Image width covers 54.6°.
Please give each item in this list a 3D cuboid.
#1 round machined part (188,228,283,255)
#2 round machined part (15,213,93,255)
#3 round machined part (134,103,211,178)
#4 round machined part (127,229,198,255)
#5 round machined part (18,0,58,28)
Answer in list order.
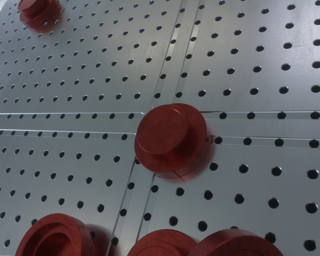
[{"bbox_3d":[0.058,0.134,0.262,0.098,0.098,0.042,-57,15,-12],"label":"round machined part"},{"bbox_3d":[-0.120,0.155,0.367,0.098,0.042,0.098,-13,56,21],"label":"round machined part"},{"bbox_3d":[0.010,0.010,0.387,0.098,0.042,0.098,-13,56,21],"label":"round machined part"},{"bbox_3d":[0.002,0.150,0.305,0.098,0.042,0.098,-13,56,21],"label":"round machined part"},{"bbox_3d":[-0.293,-0.286,0.729,0.098,0.042,0.098,-13,56,21],"label":"round machined part"}]
